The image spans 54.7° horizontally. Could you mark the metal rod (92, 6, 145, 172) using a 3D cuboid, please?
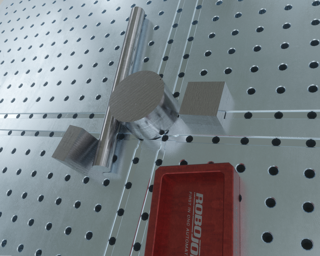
[{"bbox_3d":[-0.059,-0.076,0.484,0.025,0.025,0.299,-6,59,25],"label":"metal rod"}]

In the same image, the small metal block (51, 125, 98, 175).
[{"bbox_3d":[-0.113,0.031,0.431,0.025,0.050,0.050,12,68,33],"label":"small metal block"}]

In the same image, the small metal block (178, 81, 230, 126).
[{"bbox_3d":[0.057,-0.032,0.397,0.050,0.025,0.050,4,64,29],"label":"small metal block"}]

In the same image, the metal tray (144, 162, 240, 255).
[{"bbox_3d":[0.034,0.103,0.322,0.090,0.030,0.130,-6,59,24],"label":"metal tray"}]

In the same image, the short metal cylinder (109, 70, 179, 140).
[{"bbox_3d":[-0.021,-0.031,0.421,0.080,0.050,0.080,-13,56,20],"label":"short metal cylinder"}]
